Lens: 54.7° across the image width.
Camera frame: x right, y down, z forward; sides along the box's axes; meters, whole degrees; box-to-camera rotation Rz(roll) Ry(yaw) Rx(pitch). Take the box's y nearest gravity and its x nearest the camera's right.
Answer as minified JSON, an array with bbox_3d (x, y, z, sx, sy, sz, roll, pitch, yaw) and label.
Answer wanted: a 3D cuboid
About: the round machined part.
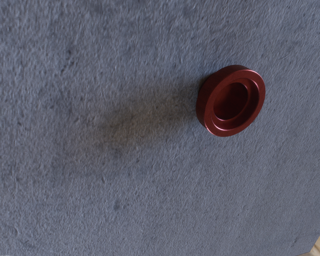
[{"bbox_3d":[0.091,-0.040,0.423,0.099,0.042,0.097,-14,125,-21],"label":"round machined part"}]
